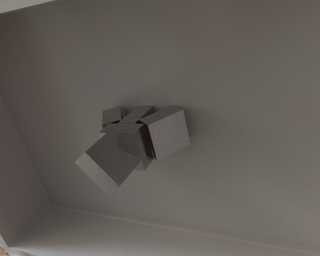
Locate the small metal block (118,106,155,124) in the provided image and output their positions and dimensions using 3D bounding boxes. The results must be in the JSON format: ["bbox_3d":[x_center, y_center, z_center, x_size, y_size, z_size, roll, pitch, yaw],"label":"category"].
[{"bbox_3d":[-0.025,0.004,0.406,0.025,0.050,0.050,1,119,28],"label":"small metal block"}]

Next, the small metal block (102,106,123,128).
[{"bbox_3d":[-0.059,0.004,0.420,0.025,0.050,0.050,-15,115,-2],"label":"small metal block"}]

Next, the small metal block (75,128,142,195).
[{"bbox_3d":[-0.056,0.037,0.344,0.050,0.050,0.025,46,129,-4],"label":"small metal block"}]

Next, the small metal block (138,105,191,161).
[{"bbox_3d":[0.006,0.006,0.388,0.025,0.050,0.050,29,138,55],"label":"small metal block"}]

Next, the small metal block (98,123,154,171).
[{"bbox_3d":[-0.040,0.022,0.376,0.050,0.025,0.050,1,119,28],"label":"small metal block"}]
